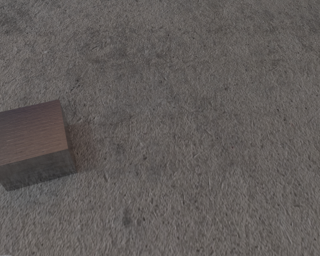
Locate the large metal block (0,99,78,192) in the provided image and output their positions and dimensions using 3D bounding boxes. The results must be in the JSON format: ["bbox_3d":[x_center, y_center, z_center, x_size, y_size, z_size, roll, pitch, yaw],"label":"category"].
[{"bbox_3d":[-0.150,0.019,0.370,0.081,0.050,0.080,-14,52,-12],"label":"large metal block"}]
